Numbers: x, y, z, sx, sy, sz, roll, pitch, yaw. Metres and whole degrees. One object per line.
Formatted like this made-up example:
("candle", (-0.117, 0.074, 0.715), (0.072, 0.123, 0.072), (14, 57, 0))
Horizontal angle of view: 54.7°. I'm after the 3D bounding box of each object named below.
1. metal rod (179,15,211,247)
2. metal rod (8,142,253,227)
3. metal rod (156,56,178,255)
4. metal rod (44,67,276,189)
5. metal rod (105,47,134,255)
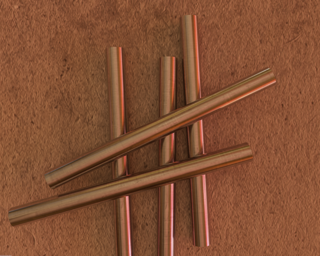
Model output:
("metal rod", (0.047, 0.004, 0.410), (0.025, 0.025, 0.298), (-3, 90, 0))
("metal rod", (-0.035, 0.070, 0.383), (0.302, 0.025, 0.025), (-16, 90, 0))
("metal rod", (0.009, 0.057, 0.409), (0.025, 0.025, 0.298), (1, 90, 0))
("metal rod", (0.001, 0.000, 0.383), (0.301, 0.025, 0.025), (-25, 90, 0))
("metal rod", (-0.052, 0.045, 0.409), (0.025, 0.025, 0.298), (-3, 90, 0))
